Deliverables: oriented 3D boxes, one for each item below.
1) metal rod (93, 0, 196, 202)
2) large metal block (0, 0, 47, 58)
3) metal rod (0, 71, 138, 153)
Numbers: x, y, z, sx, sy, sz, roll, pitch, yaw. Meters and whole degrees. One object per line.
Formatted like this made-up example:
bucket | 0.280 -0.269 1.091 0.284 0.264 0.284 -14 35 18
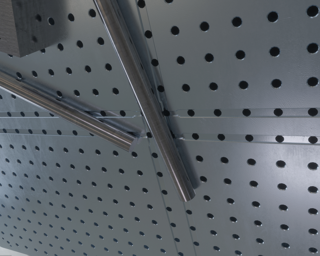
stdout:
metal rod | -0.014 -0.030 0.400 0.025 0.025 0.299 -10 114 32
large metal block | -0.203 -0.148 0.410 0.080 0.050 0.079 19 126 17
metal rod | -0.171 -0.038 0.477 0.301 0.025 0.025 25 127 12
